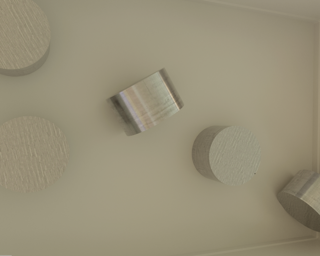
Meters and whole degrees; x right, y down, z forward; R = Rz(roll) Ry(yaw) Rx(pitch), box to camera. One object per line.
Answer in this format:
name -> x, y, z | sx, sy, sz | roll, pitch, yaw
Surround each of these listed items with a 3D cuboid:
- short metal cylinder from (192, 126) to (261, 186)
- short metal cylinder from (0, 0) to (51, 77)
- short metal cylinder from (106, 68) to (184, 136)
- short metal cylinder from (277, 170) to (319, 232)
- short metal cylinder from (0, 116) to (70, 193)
short metal cylinder -> 0.092, 0.037, 0.433 | 0.081, 0.050, 0.079 | 0, 90, -21
short metal cylinder -> -0.162, -0.100, 0.337 | 0.081, 0.050, 0.079 | 0, 90, -21
short metal cylinder -> -0.018, -0.032, 0.376 | 0.080, 0.080, 0.050 | -32, 101, -17
short metal cylinder -> 0.228, 0.109, 0.468 | 0.050, 0.080, 0.080 | -42, 104, -15
short metal cylinder -> -0.144, 0.027, 0.344 | 0.081, 0.050, 0.079 | 0, 90, -21
